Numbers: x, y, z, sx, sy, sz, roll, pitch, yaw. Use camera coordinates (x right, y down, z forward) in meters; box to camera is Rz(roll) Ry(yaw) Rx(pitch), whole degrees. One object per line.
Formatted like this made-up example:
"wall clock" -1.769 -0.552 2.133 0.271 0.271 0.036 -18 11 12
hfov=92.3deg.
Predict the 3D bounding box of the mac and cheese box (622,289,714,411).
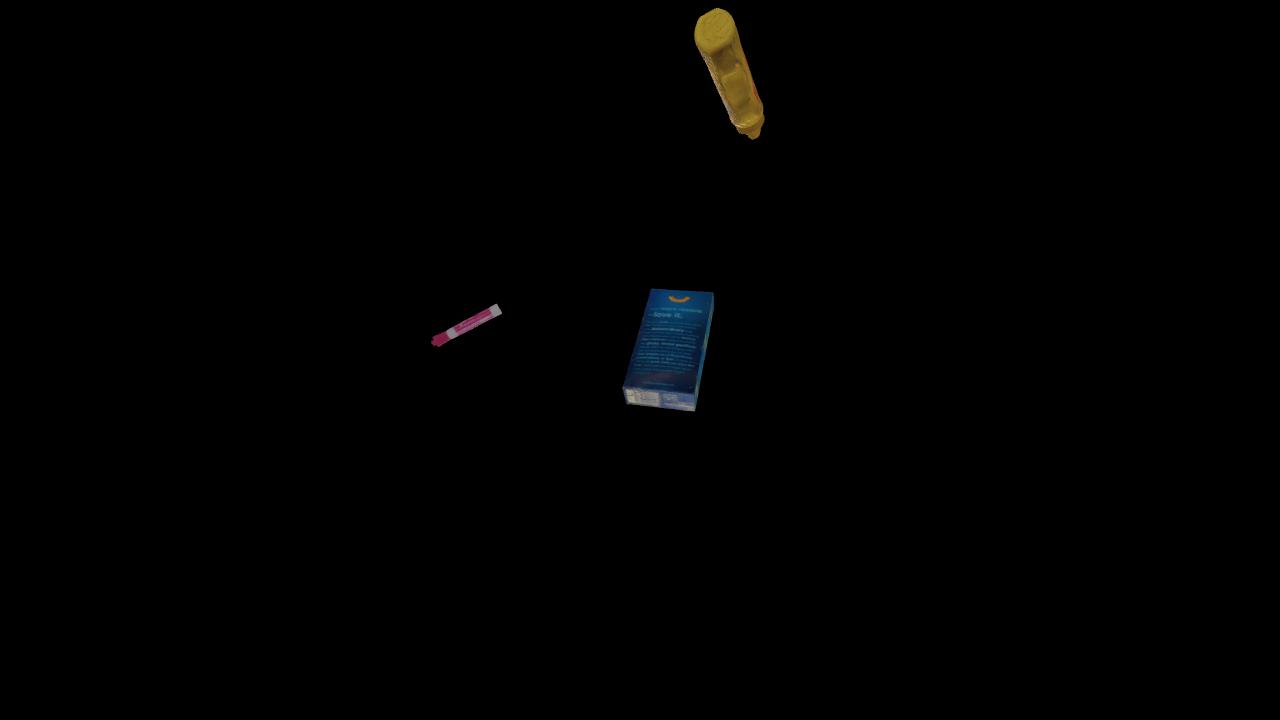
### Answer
"mac and cheese box" 0.042 -0.019 0.819 0.093 0.184 0.041 4 -41 14

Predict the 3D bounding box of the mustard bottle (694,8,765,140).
"mustard bottle" 0.132 -0.377 0.847 0.054 0.092 0.184 -25 -37 14

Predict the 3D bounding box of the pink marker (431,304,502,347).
"pink marker" -0.282 -0.055 0.996 0.121 0.020 0.020 -30 5 -9
